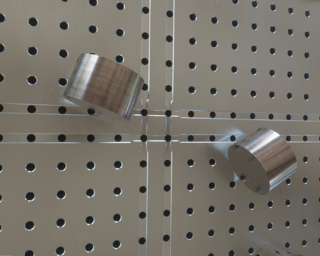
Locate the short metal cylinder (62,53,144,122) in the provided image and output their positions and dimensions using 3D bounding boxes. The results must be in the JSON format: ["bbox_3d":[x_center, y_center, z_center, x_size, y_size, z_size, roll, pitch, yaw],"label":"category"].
[{"bbox_3d":[-0.065,-0.045,0.359,0.080,0.080,0.050,22,83,-19],"label":"short metal cylinder"}]

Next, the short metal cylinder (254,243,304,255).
[{"bbox_3d":[0.185,0.222,0.468,0.081,0.050,0.079,0,90,-20],"label":"short metal cylinder"}]

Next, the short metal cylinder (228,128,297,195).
[{"bbox_3d":[0.142,0.046,0.436,0.050,0.080,0.080,-29,100,-18],"label":"short metal cylinder"}]
